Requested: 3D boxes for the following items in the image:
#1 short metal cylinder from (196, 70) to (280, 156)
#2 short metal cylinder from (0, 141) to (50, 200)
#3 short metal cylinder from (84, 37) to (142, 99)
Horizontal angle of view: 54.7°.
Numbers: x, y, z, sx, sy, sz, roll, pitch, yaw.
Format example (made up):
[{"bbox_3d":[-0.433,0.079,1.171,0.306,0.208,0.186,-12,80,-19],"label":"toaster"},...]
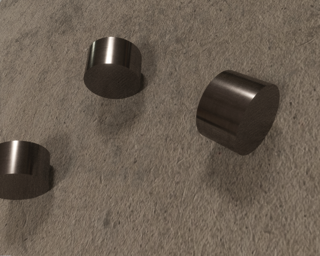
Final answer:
[{"bbox_3d":[0.084,-0.017,0.334,0.050,0.080,0.080,30,78,37],"label":"short metal cylinder"},{"bbox_3d":[-0.197,0.061,0.432,0.080,0.080,0.050,-22,54,15],"label":"short metal cylinder"},{"bbox_3d":[-0.068,-0.086,0.455,0.080,0.080,0.050,-13,57,21],"label":"short metal cylinder"}]
